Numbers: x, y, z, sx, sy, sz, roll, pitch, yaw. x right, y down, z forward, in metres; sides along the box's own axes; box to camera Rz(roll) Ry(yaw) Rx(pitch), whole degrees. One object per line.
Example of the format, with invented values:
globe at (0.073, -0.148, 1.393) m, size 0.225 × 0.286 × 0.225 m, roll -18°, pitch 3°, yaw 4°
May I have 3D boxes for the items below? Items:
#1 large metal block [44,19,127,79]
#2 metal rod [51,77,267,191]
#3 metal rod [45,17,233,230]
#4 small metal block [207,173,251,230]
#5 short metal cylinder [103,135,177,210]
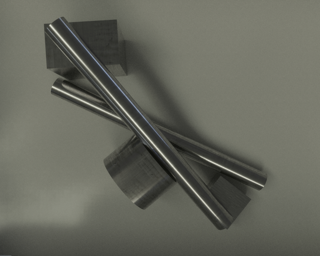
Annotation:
large metal block at (-0.087, -0.093, 0.382) m, size 0.081 × 0.080 × 0.050 m, roll -4°, pitch 90°, yaw -1°
metal rod at (0.000, 0.008, 0.410) m, size 0.301 × 0.025 × 0.025 m, roll 25°, pitch 90°, yaw -1°
metal rod at (-0.014, 0.005, 0.352) m, size 0.025 × 0.025 × 0.300 m, roll -40°, pitch 103°, yaw 0°
small metal block at (0.082, 0.096, 0.411) m, size 0.050 × 0.025 × 0.050 m, roll 38°, pitch 90°, yaw -1°
short metal cylinder at (-0.023, 0.052, 0.381) m, size 0.050 × 0.080 × 0.080 m, roll -40°, pitch 91°, yaw 0°
